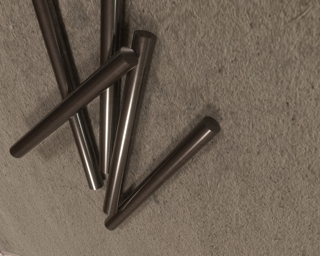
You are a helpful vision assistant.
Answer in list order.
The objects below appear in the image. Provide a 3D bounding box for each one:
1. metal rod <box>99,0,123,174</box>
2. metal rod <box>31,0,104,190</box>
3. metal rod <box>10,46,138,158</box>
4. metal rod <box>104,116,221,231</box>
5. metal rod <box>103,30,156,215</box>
[{"bbox_3d":[-0.066,-0.058,0.403,0.025,0.025,0.298,20,126,16],"label":"metal rod"},{"bbox_3d":[-0.126,-0.034,0.449,0.025,0.025,0.298,5,121,25],"label":"metal rod"},{"bbox_3d":[-0.137,-0.020,0.430,0.299,0.025,0.025,-30,102,37],"label":"metal rod"},{"bbox_3d":[-0.013,0.084,0.463,0.025,0.025,0.298,40,129,0],"label":"metal rod"},{"bbox_3d":[-0.049,0.014,0.430,0.025,0.025,0.298,24,124,13],"label":"metal rod"}]
